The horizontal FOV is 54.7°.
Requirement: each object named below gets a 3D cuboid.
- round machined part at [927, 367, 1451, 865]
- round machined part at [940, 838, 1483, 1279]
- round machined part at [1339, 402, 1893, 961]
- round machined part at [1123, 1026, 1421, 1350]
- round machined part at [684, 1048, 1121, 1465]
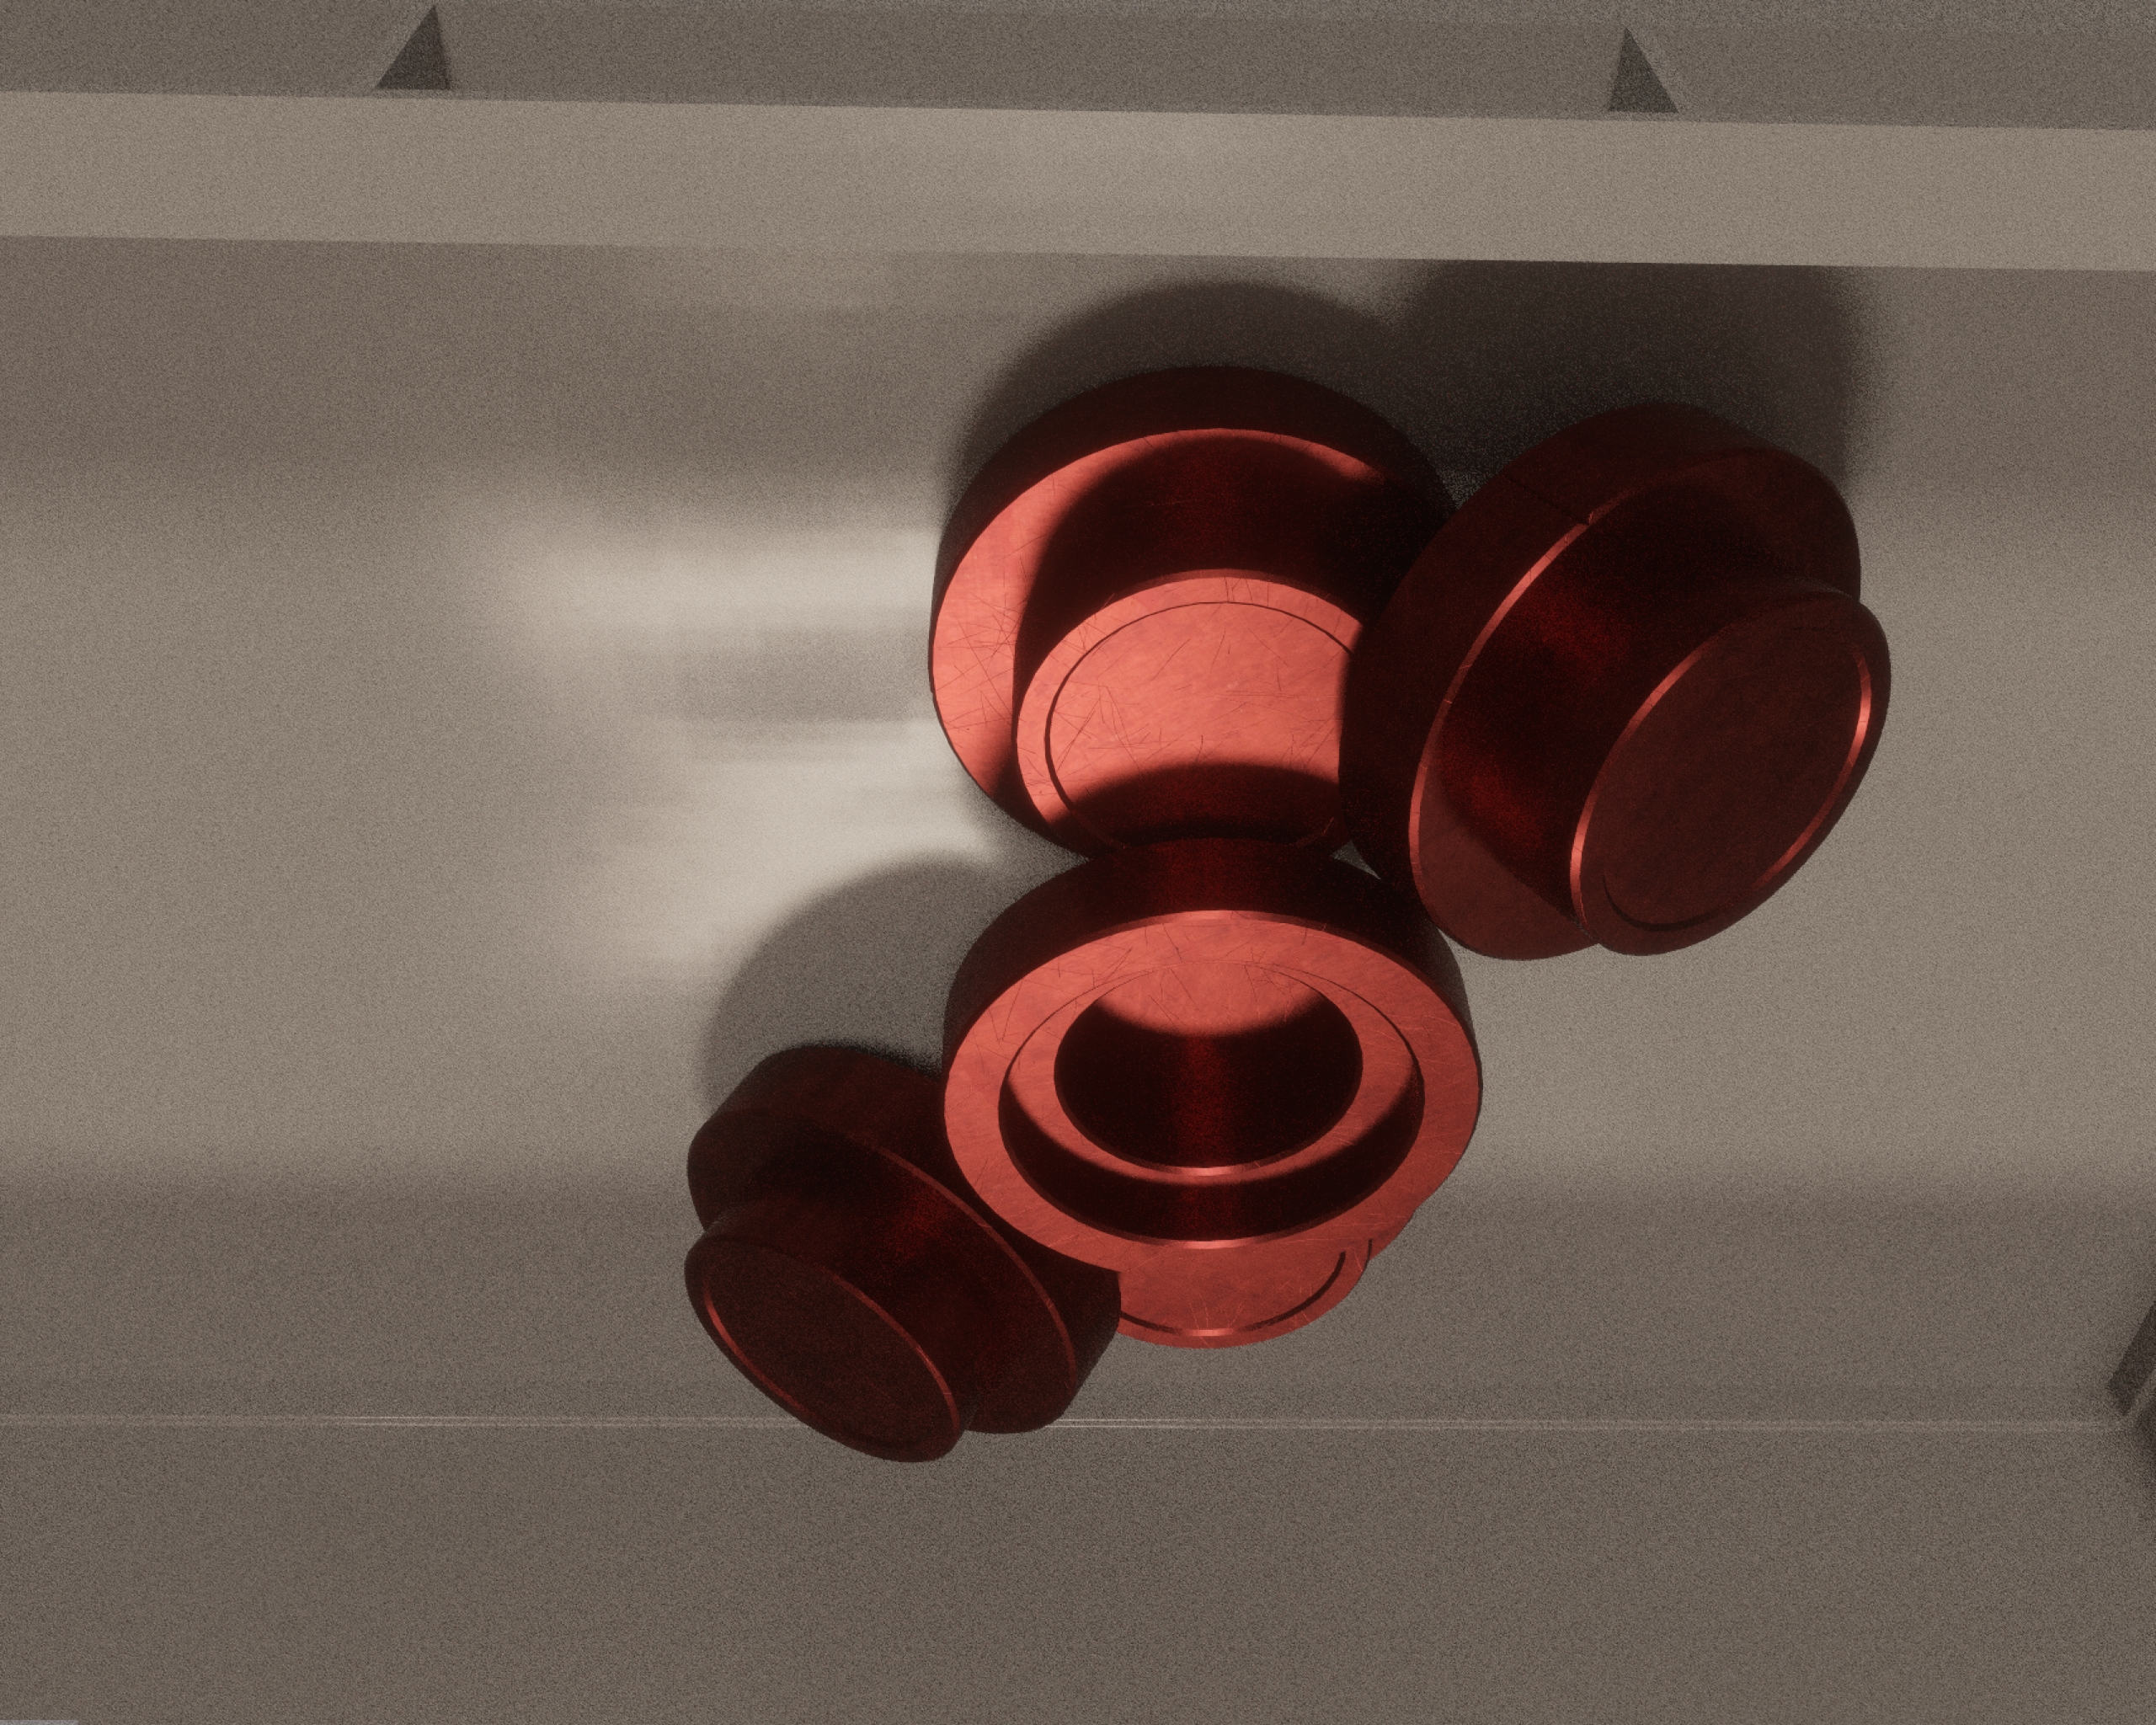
[{"bbox_3d":[0.023,-0.034,0.367,0.099,0.042,0.097,-1,130,0],"label":"round machined part"},{"bbox_3d":[0.024,0.032,0.395,0.099,0.042,0.097,-1,130,0],"label":"round machined part"},{"bbox_3d":[0.096,-0.023,0.349,0.099,0.042,0.097,-20,132,-24],"label":"round machined part"},{"bbox_3d":[0.028,0.069,0.455,0.099,0.042,0.097,-1,130,0],"label":"round machined part"},{"bbox_3d":[-0.044,0.089,0.444,0.098,0.042,0.097,21,138,21],"label":"round machined part"}]
